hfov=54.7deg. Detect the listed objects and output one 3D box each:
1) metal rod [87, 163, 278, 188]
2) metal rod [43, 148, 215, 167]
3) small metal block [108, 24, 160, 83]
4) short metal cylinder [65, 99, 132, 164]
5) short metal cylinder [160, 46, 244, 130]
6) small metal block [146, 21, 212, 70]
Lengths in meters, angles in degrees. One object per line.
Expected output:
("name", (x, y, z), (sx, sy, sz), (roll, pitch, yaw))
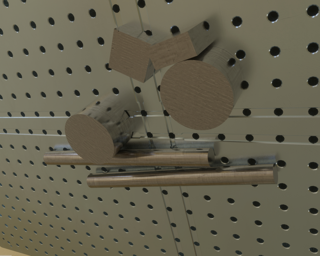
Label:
("metal rod", (0.012, 0.072, 0.449), (0.300, 0.025, 0.025), (-8, 115, 31))
("metal rod", (-0.065, 0.045, 0.472), (0.300, 0.025, 0.025), (-3, 117, 29))
("small metal block", (-0.031, -0.089, 0.372), (0.050, 0.025, 0.050), (26, 128, 12))
("short metal cylinder", (-0.087, 0.005, 0.444), (0.080, 0.050, 0.079), (13, 124, 21))
("short metal cylinder", (0.047, -0.044, 0.343), (0.080, 0.050, 0.079), (13, 124, 20))
("small metal block", (0.021, -0.088, 0.329), (0.050, 0.050, 0.025), (-13, 112, 33))
